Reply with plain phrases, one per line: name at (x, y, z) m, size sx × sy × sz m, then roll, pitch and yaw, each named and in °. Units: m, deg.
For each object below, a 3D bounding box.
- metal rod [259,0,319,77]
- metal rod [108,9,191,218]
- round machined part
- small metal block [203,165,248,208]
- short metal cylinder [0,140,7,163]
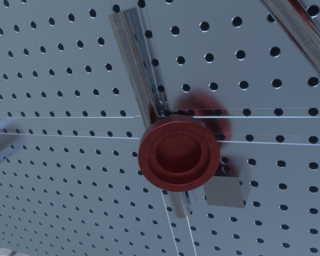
metal rod at (0.103, -0.122, 0.281) m, size 0.300 × 0.025 × 0.025 m, roll 48°, pitch 129°, yaw -6°
metal rod at (-0.006, -0.002, 0.413) m, size 0.025 × 0.025 × 0.298 m, roll -3°, pitch 117°, yaw 30°
round machined part at (0.023, 0.028, 0.390) m, size 0.099 × 0.042 × 0.097 m, roll -1°, pitch 114°, yaw -1°
small metal block at (0.087, 0.077, 0.413) m, size 0.050 × 0.025 × 0.050 m, roll -2°, pitch 118°, yaw 29°
short metal cylinder at (-0.354, 0.047, 0.611) m, size 0.080 × 0.050 × 0.079 m, roll 13°, pitch 124°, yaw 21°
